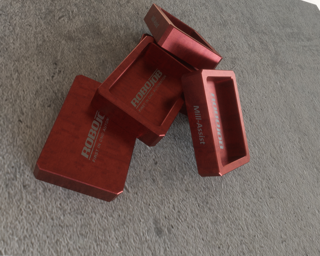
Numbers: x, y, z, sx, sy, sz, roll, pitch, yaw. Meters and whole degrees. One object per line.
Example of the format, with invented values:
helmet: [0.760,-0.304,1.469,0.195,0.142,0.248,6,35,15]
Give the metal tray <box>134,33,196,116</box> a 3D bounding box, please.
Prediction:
metal tray: [0.019,-0.075,0.460,0.131,0.030,0.090,24,53,-14]

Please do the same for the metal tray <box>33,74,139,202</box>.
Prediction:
metal tray: [-0.075,0.009,0.356,0.091,0.030,0.130,22,53,-15]

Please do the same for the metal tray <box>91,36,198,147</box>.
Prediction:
metal tray: [-0.012,-0.051,0.389,0.090,0.030,0.130,36,51,-5]

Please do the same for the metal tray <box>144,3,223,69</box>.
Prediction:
metal tray: [0.030,-0.134,0.458,0.090,0.030,0.130,24,25,-26]

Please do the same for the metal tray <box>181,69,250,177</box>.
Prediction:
metal tray: [0.076,-0.010,0.407,0.091,0.030,0.129,-11,91,-50]
